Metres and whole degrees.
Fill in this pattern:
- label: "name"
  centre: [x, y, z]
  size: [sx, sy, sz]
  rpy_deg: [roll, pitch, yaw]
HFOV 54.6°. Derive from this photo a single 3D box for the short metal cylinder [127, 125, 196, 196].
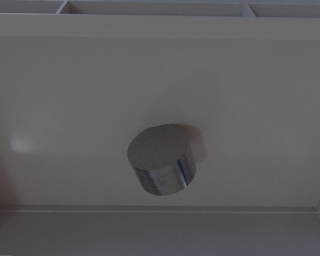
- label: "short metal cylinder"
  centre: [0.003, 0.041, 0.408]
  size: [0.080, 0.080, 0.050]
  rpy_deg: [-12, 129, 10]
